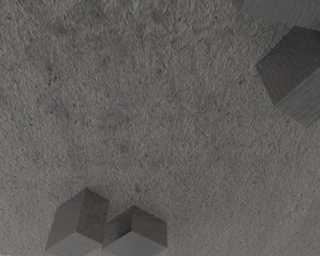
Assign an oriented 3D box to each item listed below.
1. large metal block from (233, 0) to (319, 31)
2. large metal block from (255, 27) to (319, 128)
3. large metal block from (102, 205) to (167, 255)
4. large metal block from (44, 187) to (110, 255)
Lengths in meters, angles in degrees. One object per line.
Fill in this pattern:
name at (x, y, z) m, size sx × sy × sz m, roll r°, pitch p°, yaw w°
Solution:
large metal block at (0.118, -0.141, 0.272) m, size 0.081 × 0.050 × 0.079 m, roll 10°, pitch 130°, yaw -8°
large metal block at (0.155, -0.061, 0.320) m, size 0.050 × 0.080 × 0.080 m, roll 28°, pitch 125°, yaw -22°
large metal block at (-0.044, 0.193, 0.554) m, size 0.080 × 0.050 × 0.080 m, roll 35°, pitch 122°, yaw -26°
large metal block at (-0.133, 0.157, 0.504) m, size 0.080 × 0.080 × 0.050 m, roll -36°, pitch 122°, yaw 26°
